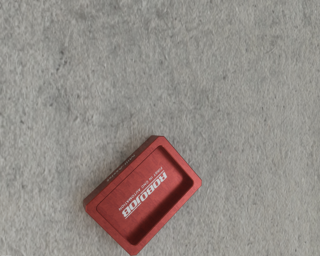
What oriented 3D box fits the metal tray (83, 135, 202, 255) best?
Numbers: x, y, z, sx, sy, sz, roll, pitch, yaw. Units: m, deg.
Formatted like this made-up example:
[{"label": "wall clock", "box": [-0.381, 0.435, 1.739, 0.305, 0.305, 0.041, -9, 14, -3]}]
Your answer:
[{"label": "metal tray", "box": [-0.020, 0.083, 0.398, 0.130, 0.030, 0.090, -44, 104, -15]}]
